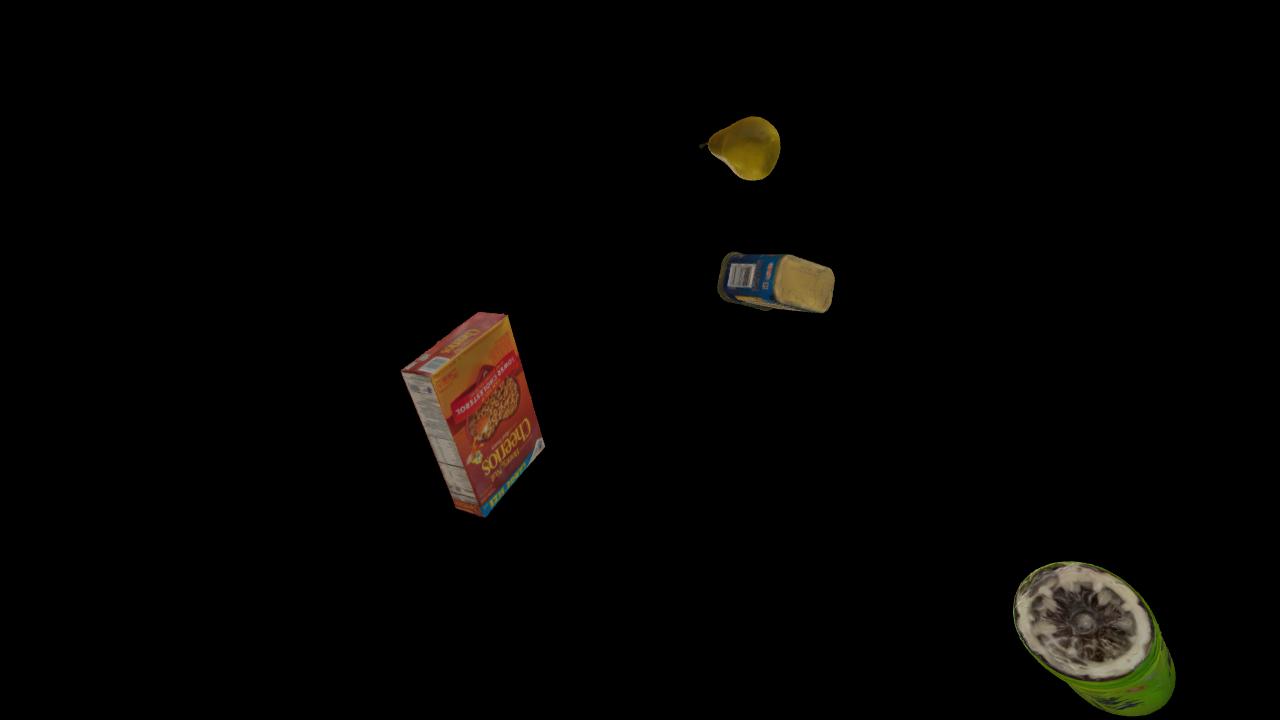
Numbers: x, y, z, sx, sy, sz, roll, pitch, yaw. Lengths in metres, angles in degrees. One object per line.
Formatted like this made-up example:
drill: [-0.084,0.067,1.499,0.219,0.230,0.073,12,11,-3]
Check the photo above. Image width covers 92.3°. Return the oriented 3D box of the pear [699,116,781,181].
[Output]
pear: [0.124,-0.280,0.798,0.111,0.080,0.080,26,11,23]

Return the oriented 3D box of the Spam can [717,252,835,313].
Spam can: [0.154,-0.086,0.691,0.101,0.058,0.085,8,4,-37]

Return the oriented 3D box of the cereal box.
cereal box: [-0.279,0.095,1.087,0.081,0.306,0.203,7,34,26]

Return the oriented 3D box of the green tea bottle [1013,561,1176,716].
green tea bottle: [0.316,0.198,0.419,0.073,0.073,0.212,0,-27,44]
